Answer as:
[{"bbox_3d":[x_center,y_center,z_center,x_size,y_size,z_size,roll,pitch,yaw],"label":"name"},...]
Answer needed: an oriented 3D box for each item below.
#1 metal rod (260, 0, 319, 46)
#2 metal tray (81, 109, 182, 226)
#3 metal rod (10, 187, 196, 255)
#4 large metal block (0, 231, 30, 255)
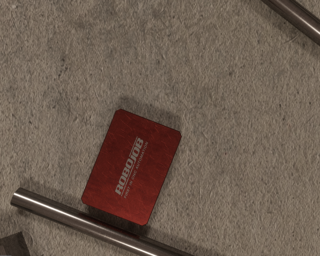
[{"bbox_3d":[0.183,-0.150,0.412,0.300,0.025,0.025,38,90,-1],"label":"metal rod"},{"bbox_3d":[-0.036,0.050,0.407,0.090,0.030,0.129,21,90,-1],"label":"metal tray"},{"bbox_3d":[-0.049,0.146,0.409,0.301,0.025,0.025,22,90,-1],"label":"metal rod"},{"bbox_3d":[-0.212,0.191,0.395,0.080,0.050,0.080,-20,90,-1],"label":"large metal block"}]
